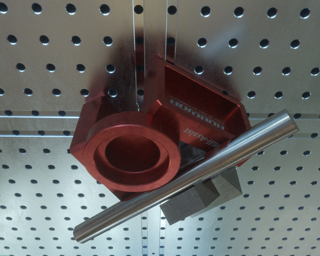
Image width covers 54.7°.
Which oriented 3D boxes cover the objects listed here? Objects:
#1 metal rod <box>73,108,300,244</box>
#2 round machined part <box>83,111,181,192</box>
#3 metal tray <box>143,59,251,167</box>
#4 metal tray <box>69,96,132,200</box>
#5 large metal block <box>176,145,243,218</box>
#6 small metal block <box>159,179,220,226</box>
[{"bbox_3d":[0.009,0.067,0.350,0.299,0.025,0.025,-33,123,24],"label":"metal rod"},{"bbox_3d":[-0.028,0.021,0.327,0.099,0.042,0.097,-1,130,0],"label":"round machined part"},{"bbox_3d":[0.045,-0.018,0.353,0.131,0.090,0.030,25,127,-20],"label":"metal tray"},{"bbox_3d":[-0.054,0.034,0.396,0.030,0.090,0.130,-23,127,18],"label":"metal tray"},{"bbox_3d":[0.058,0.064,0.427,0.080,0.080,0.050,-34,123,25],"label":"large metal block"},{"bbox_3d":[0.035,0.084,0.360,0.050,0.050,0.025,-35,78,25],"label":"small metal block"}]
